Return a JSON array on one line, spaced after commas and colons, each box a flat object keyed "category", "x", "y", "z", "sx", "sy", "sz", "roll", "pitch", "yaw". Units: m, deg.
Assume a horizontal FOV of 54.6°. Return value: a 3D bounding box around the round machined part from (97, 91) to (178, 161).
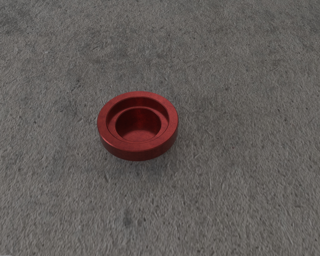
[{"category": "round machined part", "x": -0.027, "y": 0.002, "z": 0.391, "sx": 0.099, "sy": 0.042, "sz": 0.098, "roll": 0, "pitch": 50, "yaw": 0}]
